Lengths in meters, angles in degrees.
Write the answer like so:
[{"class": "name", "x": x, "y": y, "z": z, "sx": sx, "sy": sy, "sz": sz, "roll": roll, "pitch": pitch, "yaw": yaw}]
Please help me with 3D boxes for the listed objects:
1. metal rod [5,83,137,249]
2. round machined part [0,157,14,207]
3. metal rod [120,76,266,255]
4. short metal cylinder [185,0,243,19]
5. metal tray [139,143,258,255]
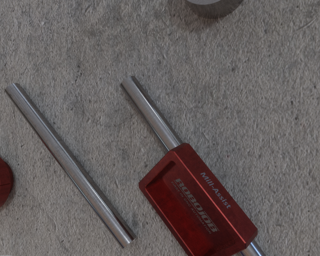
[{"class": "metal rod", "x": -0.138, "y": 0.047, "z": 0.457, "sx": 0.025, "sy": 0.025, "sz": 0.300, "roll": -45, "pitch": 76, "yaw": 14}, {"class": "round machined part", "x": -0.278, "y": 0.085, "z": 0.498, "sx": 0.098, "sy": 0.042, "sz": 0.097, "roll": 0, "pitch": 90, "yaw": 20}, {"class": "metal rod", "x": 0.041, "y": 0.056, "z": 0.394, "sx": 0.025, "sy": 0.025, "sz": 0.299, "roll": -39, "pitch": 78, "yaw": 16}, {"class": "short metal cylinder", "x": 0.062, "y": -0.180, "z": 0.374, "sx": 0.080, "sy": 0.050, "sz": 0.080, "roll": 0, "pitch": 90, "yaw": 20}, {"class": "metal tray", "x": 0.039, "y": 0.094, "z": 0.370, "sx": 0.130, "sy": 0.030, "sz": 0.089, "roll": 52, "pitch": 132, "yaw": 14}]
